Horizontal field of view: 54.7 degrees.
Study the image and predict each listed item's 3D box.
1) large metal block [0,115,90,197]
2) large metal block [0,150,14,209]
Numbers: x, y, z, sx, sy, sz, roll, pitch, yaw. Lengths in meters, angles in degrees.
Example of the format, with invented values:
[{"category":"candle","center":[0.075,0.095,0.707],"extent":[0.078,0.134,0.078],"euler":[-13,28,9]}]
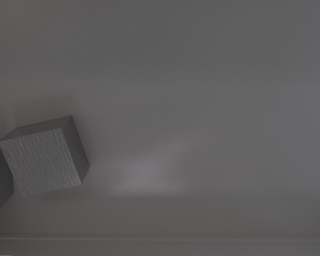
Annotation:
[{"category":"large metal block","center":[-0.149,0.036,0.410],"extent":[0.080,0.050,0.080],"euler":[-12,110,4]},{"category":"large metal block","center":[-0.237,0.070,0.406],"extent":[0.050,0.080,0.079],"euler":[5,110,-2]}]
